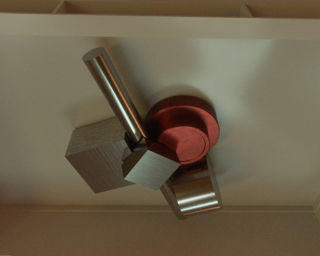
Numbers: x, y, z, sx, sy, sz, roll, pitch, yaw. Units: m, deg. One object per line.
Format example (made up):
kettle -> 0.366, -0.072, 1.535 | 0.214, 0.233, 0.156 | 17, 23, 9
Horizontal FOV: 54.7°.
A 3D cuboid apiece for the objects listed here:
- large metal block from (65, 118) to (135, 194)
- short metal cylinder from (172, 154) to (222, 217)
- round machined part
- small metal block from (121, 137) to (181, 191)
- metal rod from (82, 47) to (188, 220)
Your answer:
large metal block -> -0.066, 0.037, 0.418 | 0.080, 0.050, 0.080 | -16, 129, 12
short metal cylinder -> 0.053, 0.082, 0.442 | 0.050, 0.080, 0.080 | -16, 129, 13
round machined part -> 0.028, 0.010, 0.404 | 0.099, 0.042, 0.097 | -1, 130, 0
small metal block -> -0.011, 0.045, 0.382 | 0.050, 0.025, 0.050 | 26, 114, -30
metal rod -> -0.015, 0.031, 0.405 | 0.025, 0.025, 0.299 | -16, 129, 13
